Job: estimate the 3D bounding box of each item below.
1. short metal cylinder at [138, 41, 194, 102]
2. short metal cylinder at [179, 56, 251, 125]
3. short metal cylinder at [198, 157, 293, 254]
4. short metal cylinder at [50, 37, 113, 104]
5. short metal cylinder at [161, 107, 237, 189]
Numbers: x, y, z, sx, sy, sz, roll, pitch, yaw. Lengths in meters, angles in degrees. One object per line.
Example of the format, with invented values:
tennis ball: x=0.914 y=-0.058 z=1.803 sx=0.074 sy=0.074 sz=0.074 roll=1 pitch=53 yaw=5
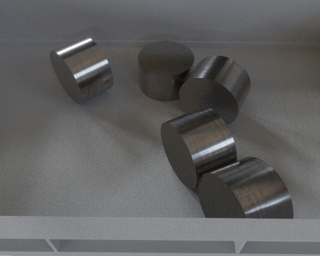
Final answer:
short metal cylinder: x=0.009 y=-0.085 z=0.461 sx=0.081 sy=0.050 sz=0.080 roll=0 pitch=50 yaw=0
short metal cylinder: x=0.073 y=-0.048 z=0.411 sx=0.080 sy=0.080 sz=0.050 roll=22 pitch=54 yaw=17
short metal cylinder: x=0.081 y=0.074 z=0.305 sx=0.050 sy=0.079 sz=0.080 roll=-17 pitch=52 yaw=-22
short metal cylinder: x=-0.110 y=-0.080 z=0.436 sx=0.050 sy=0.080 sz=0.080 roll=-33 pitch=58 yaw=-25
short metal cylinder: x=0.042 y=0.022 z=0.352 sx=0.050 sy=0.080 sz=0.080 roll=-22 pitch=54 yaw=-17
